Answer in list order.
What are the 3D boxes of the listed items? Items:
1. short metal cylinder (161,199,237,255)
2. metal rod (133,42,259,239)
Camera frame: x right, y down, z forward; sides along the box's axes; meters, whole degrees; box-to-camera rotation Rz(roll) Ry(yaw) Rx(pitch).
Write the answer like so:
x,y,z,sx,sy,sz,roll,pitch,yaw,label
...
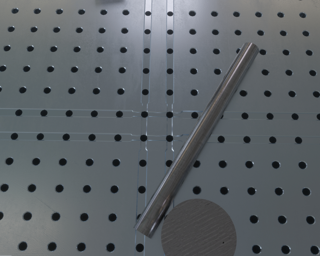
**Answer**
x,y,z,sx,sy,sz,roll,pitch,yaw,label
0.041,0.124,0.353,0.081,0.050,0.080,0,70,0,short metal cylinder
0.056,0.004,0.410,0.025,0.025,0.300,30,72,10,metal rod
